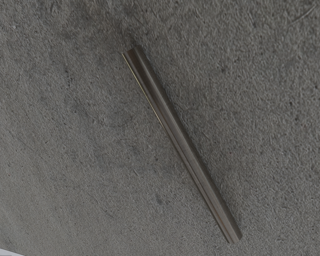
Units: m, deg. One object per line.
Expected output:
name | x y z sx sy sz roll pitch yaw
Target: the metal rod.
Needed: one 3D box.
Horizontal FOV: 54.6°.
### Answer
metal rod | 0.036 0.032 0.408 0.025 0.025 0.299 -18 109 35
